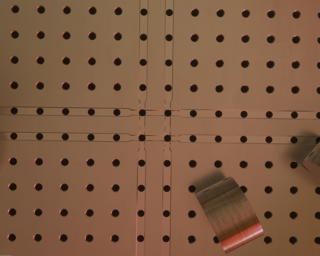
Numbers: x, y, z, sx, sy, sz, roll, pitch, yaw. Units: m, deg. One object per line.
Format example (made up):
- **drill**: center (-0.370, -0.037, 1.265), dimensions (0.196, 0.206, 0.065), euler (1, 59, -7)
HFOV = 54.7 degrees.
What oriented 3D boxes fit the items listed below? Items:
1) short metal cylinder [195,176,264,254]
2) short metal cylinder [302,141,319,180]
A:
- **short metal cylinder**: center (0.085, 0.107, 0.387), dimensions (0.050, 0.080, 0.080), euler (-27, 90, 0)
- **short metal cylinder**: center (0.231, 0.048, 0.389), dimensions (0.080, 0.080, 0.050), euler (41, 90, -1)
